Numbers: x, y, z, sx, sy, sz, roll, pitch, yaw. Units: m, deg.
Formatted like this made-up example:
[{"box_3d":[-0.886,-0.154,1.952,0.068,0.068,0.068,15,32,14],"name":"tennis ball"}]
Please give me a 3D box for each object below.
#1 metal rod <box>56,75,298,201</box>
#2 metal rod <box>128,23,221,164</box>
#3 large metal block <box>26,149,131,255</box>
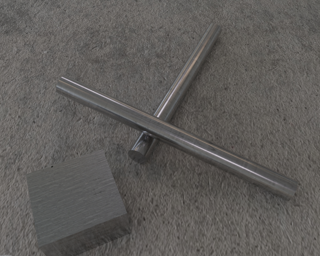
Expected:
[{"box_3d":[0.012,0.008,0.368,0.301,0.025,0.025,25,54,8],"name":"metal rod"},{"box_3d":[0.035,-0.070,0.461,0.025,0.025,0.301,19,52,15],"name":"metal rod"},{"box_3d":[-0.083,0.079,0.320,0.081,0.050,0.080,-18,53,-15],"name":"large metal block"}]
